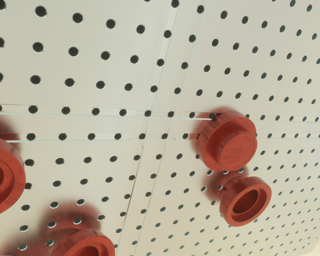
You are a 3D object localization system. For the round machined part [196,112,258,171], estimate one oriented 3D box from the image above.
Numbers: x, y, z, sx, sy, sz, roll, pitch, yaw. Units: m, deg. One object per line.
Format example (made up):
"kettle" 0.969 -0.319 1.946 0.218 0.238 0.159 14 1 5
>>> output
"round machined part" 0.109 0.027 0.476 0.099 0.042 0.097 -14 124 -21

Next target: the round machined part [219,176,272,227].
"round machined part" 0.148 0.126 0.558 0.099 0.042 0.097 -14 124 -21

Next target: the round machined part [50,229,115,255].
"round machined part" -0.116 0.188 0.439 0.099 0.042 0.097 -18 117 -40

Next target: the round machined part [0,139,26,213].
"round machined part" -0.195 0.047 0.322 0.099 0.042 0.097 -14 124 -21
